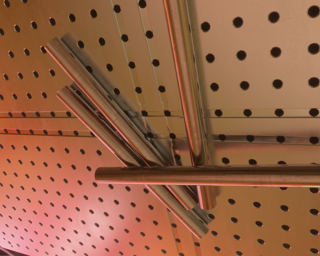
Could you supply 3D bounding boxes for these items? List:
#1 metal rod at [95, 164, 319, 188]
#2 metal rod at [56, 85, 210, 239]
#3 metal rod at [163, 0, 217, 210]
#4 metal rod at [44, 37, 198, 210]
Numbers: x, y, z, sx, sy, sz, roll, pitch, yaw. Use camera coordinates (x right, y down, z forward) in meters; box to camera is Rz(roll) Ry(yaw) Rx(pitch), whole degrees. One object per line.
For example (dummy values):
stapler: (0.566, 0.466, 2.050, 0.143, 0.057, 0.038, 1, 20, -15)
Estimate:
metal rod: (0.039, 0.060, 0.394, 0.300, 0.025, 0.025, -5, 116, 30)
metal rod: (-0.038, 0.053, 0.464, 0.300, 0.025, 0.025, 46, 129, -4)
metal rod: (0.039, -0.023, 0.376, 0.025, 0.025, 0.298, 2, 120, 27)
metal rod: (-0.049, -0.002, 0.436, 0.300, 0.025, 0.025, 49, 129, -7)
